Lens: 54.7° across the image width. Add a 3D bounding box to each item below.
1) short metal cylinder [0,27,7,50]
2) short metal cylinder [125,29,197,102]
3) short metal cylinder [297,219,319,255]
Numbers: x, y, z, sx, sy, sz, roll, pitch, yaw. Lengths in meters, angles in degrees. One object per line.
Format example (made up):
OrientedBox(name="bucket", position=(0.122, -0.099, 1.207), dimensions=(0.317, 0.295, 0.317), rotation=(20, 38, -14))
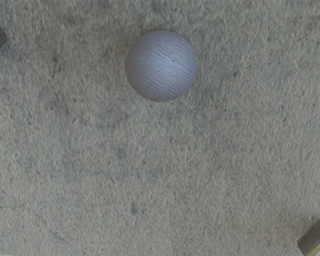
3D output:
OrientedBox(name="short metal cylinder", position=(-0.221, -0.101, 0.340), dimensions=(0.080, 0.080, 0.050), rotation=(39, 105, -14))
OrientedBox(name="short metal cylinder", position=(0.001, -0.076, 0.369), dimensions=(0.081, 0.050, 0.079), rotation=(0, 110, -1))
OrientedBox(name="short metal cylinder", position=(0.251, 0.179, 0.450), dimensions=(0.080, 0.080, 0.050), rotation=(32, 107, -12))
